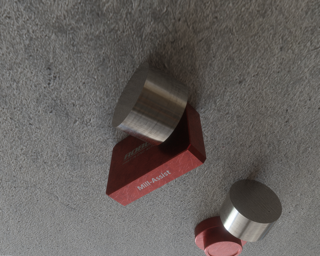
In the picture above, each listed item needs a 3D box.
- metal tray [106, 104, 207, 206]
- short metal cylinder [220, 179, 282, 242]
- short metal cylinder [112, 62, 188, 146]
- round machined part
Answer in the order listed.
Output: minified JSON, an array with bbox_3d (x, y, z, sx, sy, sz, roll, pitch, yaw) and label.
[{"bbox_3d":[-0.008,0.031,0.391,0.130,0.090,0.030,-33,123,24],"label":"metal tray"},{"bbox_3d":[0.139,0.127,0.481,0.081,0.080,0.050,7,130,-7],"label":"short metal cylinder"},{"bbox_3d":[-0.012,-0.026,0.349,0.050,0.080,0.080,27,125,-21],"label":"short metal cylinder"},{"bbox_3d":[0.115,0.209,0.575,0.099,0.042,0.097,0,130,0],"label":"round machined part"}]
